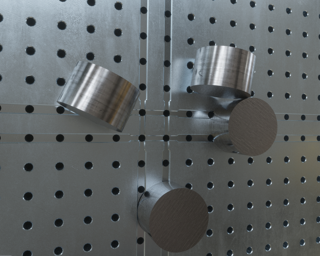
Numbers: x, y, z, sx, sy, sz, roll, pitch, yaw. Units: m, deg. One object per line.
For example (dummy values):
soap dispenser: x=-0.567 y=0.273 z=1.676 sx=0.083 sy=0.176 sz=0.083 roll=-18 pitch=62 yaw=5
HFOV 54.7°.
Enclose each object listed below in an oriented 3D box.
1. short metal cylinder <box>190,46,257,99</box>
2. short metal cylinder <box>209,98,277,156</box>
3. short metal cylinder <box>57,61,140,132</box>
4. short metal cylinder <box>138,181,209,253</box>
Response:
short metal cylinder: x=0.085 y=-0.072 z=0.416 sx=0.081 sy=0.080 sz=0.050 roll=11 pitch=87 yaw=-20
short metal cylinder: x=0.119 y=-0.002 z=0.445 sx=0.081 sy=0.050 sz=0.079 roll=0 pitch=90 yaw=-21
short metal cylinder: x=-0.070 y=-0.035 z=0.358 sx=0.080 sy=0.080 sz=0.050 roll=27 pitch=81 yaw=-18
short metal cylinder: x=0.016 y=0.114 z=0.407 sx=0.081 sy=0.050 sz=0.079 roll=0 pitch=90 yaw=-21
